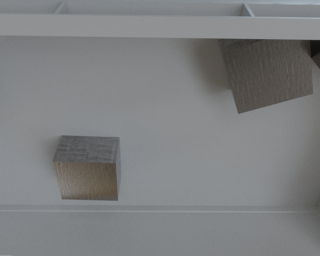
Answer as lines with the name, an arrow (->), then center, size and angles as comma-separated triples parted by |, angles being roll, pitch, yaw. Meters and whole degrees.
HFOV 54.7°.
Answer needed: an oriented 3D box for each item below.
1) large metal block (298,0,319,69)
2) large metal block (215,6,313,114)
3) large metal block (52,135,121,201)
large metal block -> 0.193, -0.085, 0.302 | 0.081, 0.080, 0.050 | 12, 129, -10
large metal block -> 0.112, -0.071, 0.333 | 0.080, 0.050, 0.080 | -16, 129, 13
large metal block -> -0.099, 0.058, 0.441 | 0.081, 0.050, 0.079 | 2, 130, -2
